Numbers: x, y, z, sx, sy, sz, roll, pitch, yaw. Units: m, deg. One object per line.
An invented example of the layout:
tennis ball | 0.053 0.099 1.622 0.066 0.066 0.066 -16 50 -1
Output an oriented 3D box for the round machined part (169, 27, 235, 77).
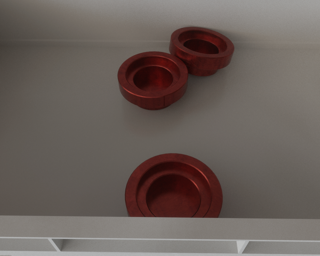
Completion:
round machined part | 0.063 -0.117 0.485 0.099 0.042 0.098 6 42 -5

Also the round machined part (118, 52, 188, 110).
round machined part | -0.009 -0.064 0.447 0.099 0.042 0.098 0 51 1

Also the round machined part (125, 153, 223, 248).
round machined part | 0.014 0.078 0.328 0.099 0.042 0.098 0 50 0
